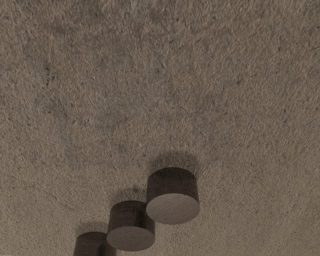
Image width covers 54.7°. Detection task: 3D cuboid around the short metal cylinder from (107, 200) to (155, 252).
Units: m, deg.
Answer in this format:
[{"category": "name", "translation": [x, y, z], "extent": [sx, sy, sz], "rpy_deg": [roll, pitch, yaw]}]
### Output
[{"category": "short metal cylinder", "translation": [-0.049, 0.170, 0.535], "extent": [0.081, 0.050, 0.079], "rpy_deg": [0, 130, 0]}]

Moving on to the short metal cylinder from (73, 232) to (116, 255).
[{"category": "short metal cylinder", "translation": [-0.125, 0.244, 0.597], "extent": [0.081, 0.050, 0.079], "rpy_deg": [0, 130, 0]}]

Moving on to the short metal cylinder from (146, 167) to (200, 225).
[{"category": "short metal cylinder", "translation": [0.019, 0.106, 0.482], "extent": [0.081, 0.050, 0.079], "rpy_deg": [0, 130, 0]}]
